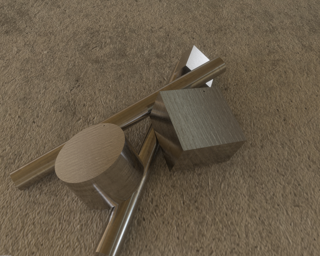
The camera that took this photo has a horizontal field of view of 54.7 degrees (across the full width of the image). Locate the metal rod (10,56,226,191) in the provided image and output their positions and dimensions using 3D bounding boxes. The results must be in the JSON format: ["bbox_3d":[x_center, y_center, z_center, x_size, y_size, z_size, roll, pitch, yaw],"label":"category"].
[{"bbox_3d":[-0.040,-0.014,0.393,0.302,0.025,0.025,-31,57,-16],"label":"metal rod"}]

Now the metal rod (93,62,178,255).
[{"bbox_3d":[-0.009,0.015,0.391,0.025,0.025,0.300,14,51,11],"label":"metal rod"}]

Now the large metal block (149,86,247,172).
[{"bbox_3d":[0.042,0.000,0.370,0.081,0.050,0.080,-8,59,-23],"label":"large metal block"}]

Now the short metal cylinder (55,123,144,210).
[{"bbox_3d":[-0.064,0.041,0.337,0.080,0.050,0.080,-15,41,14],"label":"short metal cylinder"}]

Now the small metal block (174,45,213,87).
[{"bbox_3d":[0.054,-0.086,0.461,0.050,0.025,0.050,38,49,-20],"label":"small metal block"}]
